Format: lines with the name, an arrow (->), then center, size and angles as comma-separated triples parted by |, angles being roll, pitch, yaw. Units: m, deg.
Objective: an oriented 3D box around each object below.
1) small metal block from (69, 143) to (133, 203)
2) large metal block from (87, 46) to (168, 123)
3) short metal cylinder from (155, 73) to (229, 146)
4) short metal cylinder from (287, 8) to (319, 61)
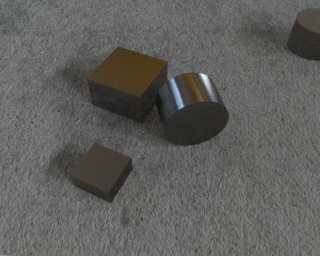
small metal block -> -0.067, 0.051, 0.360 | 0.050, 0.025, 0.050 | 21, 53, 16
large metal block -> -0.043, -0.063, 0.440 | 0.080, 0.050, 0.080 | 21, 53, 16
short metal cylinder -> 0.039, -0.022, 0.387 | 0.081, 0.080, 0.050 | -9, 51, -8
short metal cylinder -> 0.265, -0.159, 0.524 | 0.081, 0.050, 0.080 | 0, 50, 0
